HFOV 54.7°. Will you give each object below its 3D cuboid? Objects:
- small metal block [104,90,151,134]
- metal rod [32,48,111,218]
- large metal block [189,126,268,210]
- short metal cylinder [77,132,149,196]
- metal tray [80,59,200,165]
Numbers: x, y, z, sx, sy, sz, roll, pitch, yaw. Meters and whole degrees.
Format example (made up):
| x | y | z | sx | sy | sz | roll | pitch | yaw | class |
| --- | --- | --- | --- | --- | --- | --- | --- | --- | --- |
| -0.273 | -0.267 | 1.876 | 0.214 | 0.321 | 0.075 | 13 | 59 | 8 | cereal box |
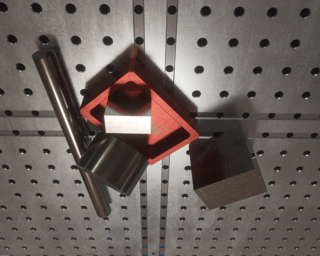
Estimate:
| x | y | z | sx | sy | sz | roll | pitch | yaw | class |
| --- | --- | --- | --- | --- | --- | --- | --- | --- | --- |
| -0.036 | -0.019 | 0.361 | 0.050 | 0.050 | 0.025 | 1 | 130 | -2 | small metal block |
| -0.112 | 0.031 | 0.436 | 0.025 | 0.025 | 0.298 | -5 | 130 | 4 | metal rod |
| 0.090 | 0.054 | 0.423 | 0.080 | 0.080 | 0.050 | -24 | 126 | 18 | large metal block |
| -0.062 | 0.048 | 0.409 | 0.080 | 0.050 | 0.080 | 28 | 162 | 10 | short metal cylinder |
| -0.023 | -0.014 | 0.395 | 0.090 | 0.030 | 0.130 | -33 | 123 | 24 | metal tray |
